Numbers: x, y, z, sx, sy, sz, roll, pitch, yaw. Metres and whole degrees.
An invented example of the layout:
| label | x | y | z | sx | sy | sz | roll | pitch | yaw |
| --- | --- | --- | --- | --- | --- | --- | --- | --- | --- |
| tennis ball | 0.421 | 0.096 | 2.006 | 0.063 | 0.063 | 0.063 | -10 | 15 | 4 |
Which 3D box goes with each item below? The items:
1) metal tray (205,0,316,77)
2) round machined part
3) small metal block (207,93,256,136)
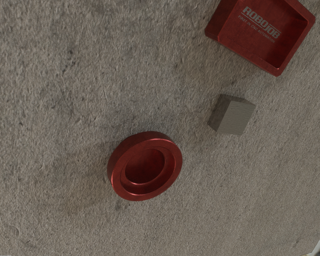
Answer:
| label | x | y | z | sx | sy | sz | roll | pitch | yaw |
| --- | --- | --- | --- | --- | --- | --- | --- | --- | --- |
| metal tray | 0.130 | -0.130 | 0.394 | 0.131 | 0.030 | 0.090 | 18 | 109 | -35 |
| round machined part | -0.023 | 0.046 | 0.412 | 0.099 | 0.042 | 0.097 | -14 | 124 | -21 |
| small metal block | 0.104 | -0.019 | 0.452 | 0.050 | 0.025 | 0.050 | 7 | 115 | -32 |
